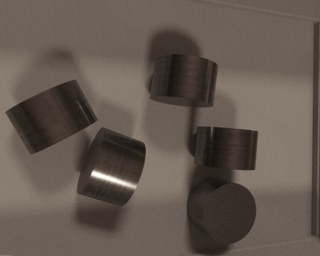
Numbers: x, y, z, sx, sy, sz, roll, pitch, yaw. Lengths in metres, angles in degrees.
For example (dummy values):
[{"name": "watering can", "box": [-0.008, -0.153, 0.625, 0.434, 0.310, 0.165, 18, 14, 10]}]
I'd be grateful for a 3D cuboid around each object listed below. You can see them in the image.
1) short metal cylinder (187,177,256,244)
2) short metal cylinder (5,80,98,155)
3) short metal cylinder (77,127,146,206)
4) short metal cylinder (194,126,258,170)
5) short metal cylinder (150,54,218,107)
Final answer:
[{"name": "short metal cylinder", "box": [0.085, 0.112, 0.430, 0.081, 0.050, 0.079, 0, 90, -21]}, {"name": "short metal cylinder", "box": [-0.116, -0.013, 0.339, 0.080, 0.080, 0.050, -30, 100, -18]}, {"name": "short metal cylinder", "box": [-0.057, 0.045, 0.361, 0.050, 0.080, 0.080, 22, 83, -19]}, {"name": "short metal cylinder", "box": [0.088, 0.026, 0.415, 0.081, 0.080, 0.050, 6, 88, -20]}, {"name": "short metal cylinder", "box": [0.030, -0.057, 0.394, 0.081, 0.080, 0.050, 8, 87, -20]}]
